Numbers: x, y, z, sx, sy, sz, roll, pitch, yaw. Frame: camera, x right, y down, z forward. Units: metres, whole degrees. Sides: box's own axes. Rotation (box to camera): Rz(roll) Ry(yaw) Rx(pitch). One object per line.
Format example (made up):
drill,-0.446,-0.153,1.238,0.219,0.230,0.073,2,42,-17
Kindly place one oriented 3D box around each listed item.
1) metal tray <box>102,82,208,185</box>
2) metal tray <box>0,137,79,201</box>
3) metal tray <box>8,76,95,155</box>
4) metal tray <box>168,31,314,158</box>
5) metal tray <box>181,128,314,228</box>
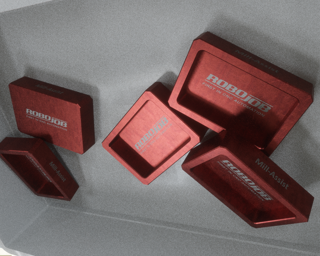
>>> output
metal tray,-0.011,0.012,0.417,0.090,0.030,0.129,43,129,-2
metal tray,-0.210,0.072,0.537,0.090,0.030,0.129,1,134,28
metal tray,-0.165,-0.020,0.478,0.130,0.030,0.089,17,125,18
metal tray,0.083,-0.035,0.339,0.130,0.030,0.089,30,128,8
metal tray,0.100,0.065,0.367,0.130,0.030,0.090,40,146,-7
